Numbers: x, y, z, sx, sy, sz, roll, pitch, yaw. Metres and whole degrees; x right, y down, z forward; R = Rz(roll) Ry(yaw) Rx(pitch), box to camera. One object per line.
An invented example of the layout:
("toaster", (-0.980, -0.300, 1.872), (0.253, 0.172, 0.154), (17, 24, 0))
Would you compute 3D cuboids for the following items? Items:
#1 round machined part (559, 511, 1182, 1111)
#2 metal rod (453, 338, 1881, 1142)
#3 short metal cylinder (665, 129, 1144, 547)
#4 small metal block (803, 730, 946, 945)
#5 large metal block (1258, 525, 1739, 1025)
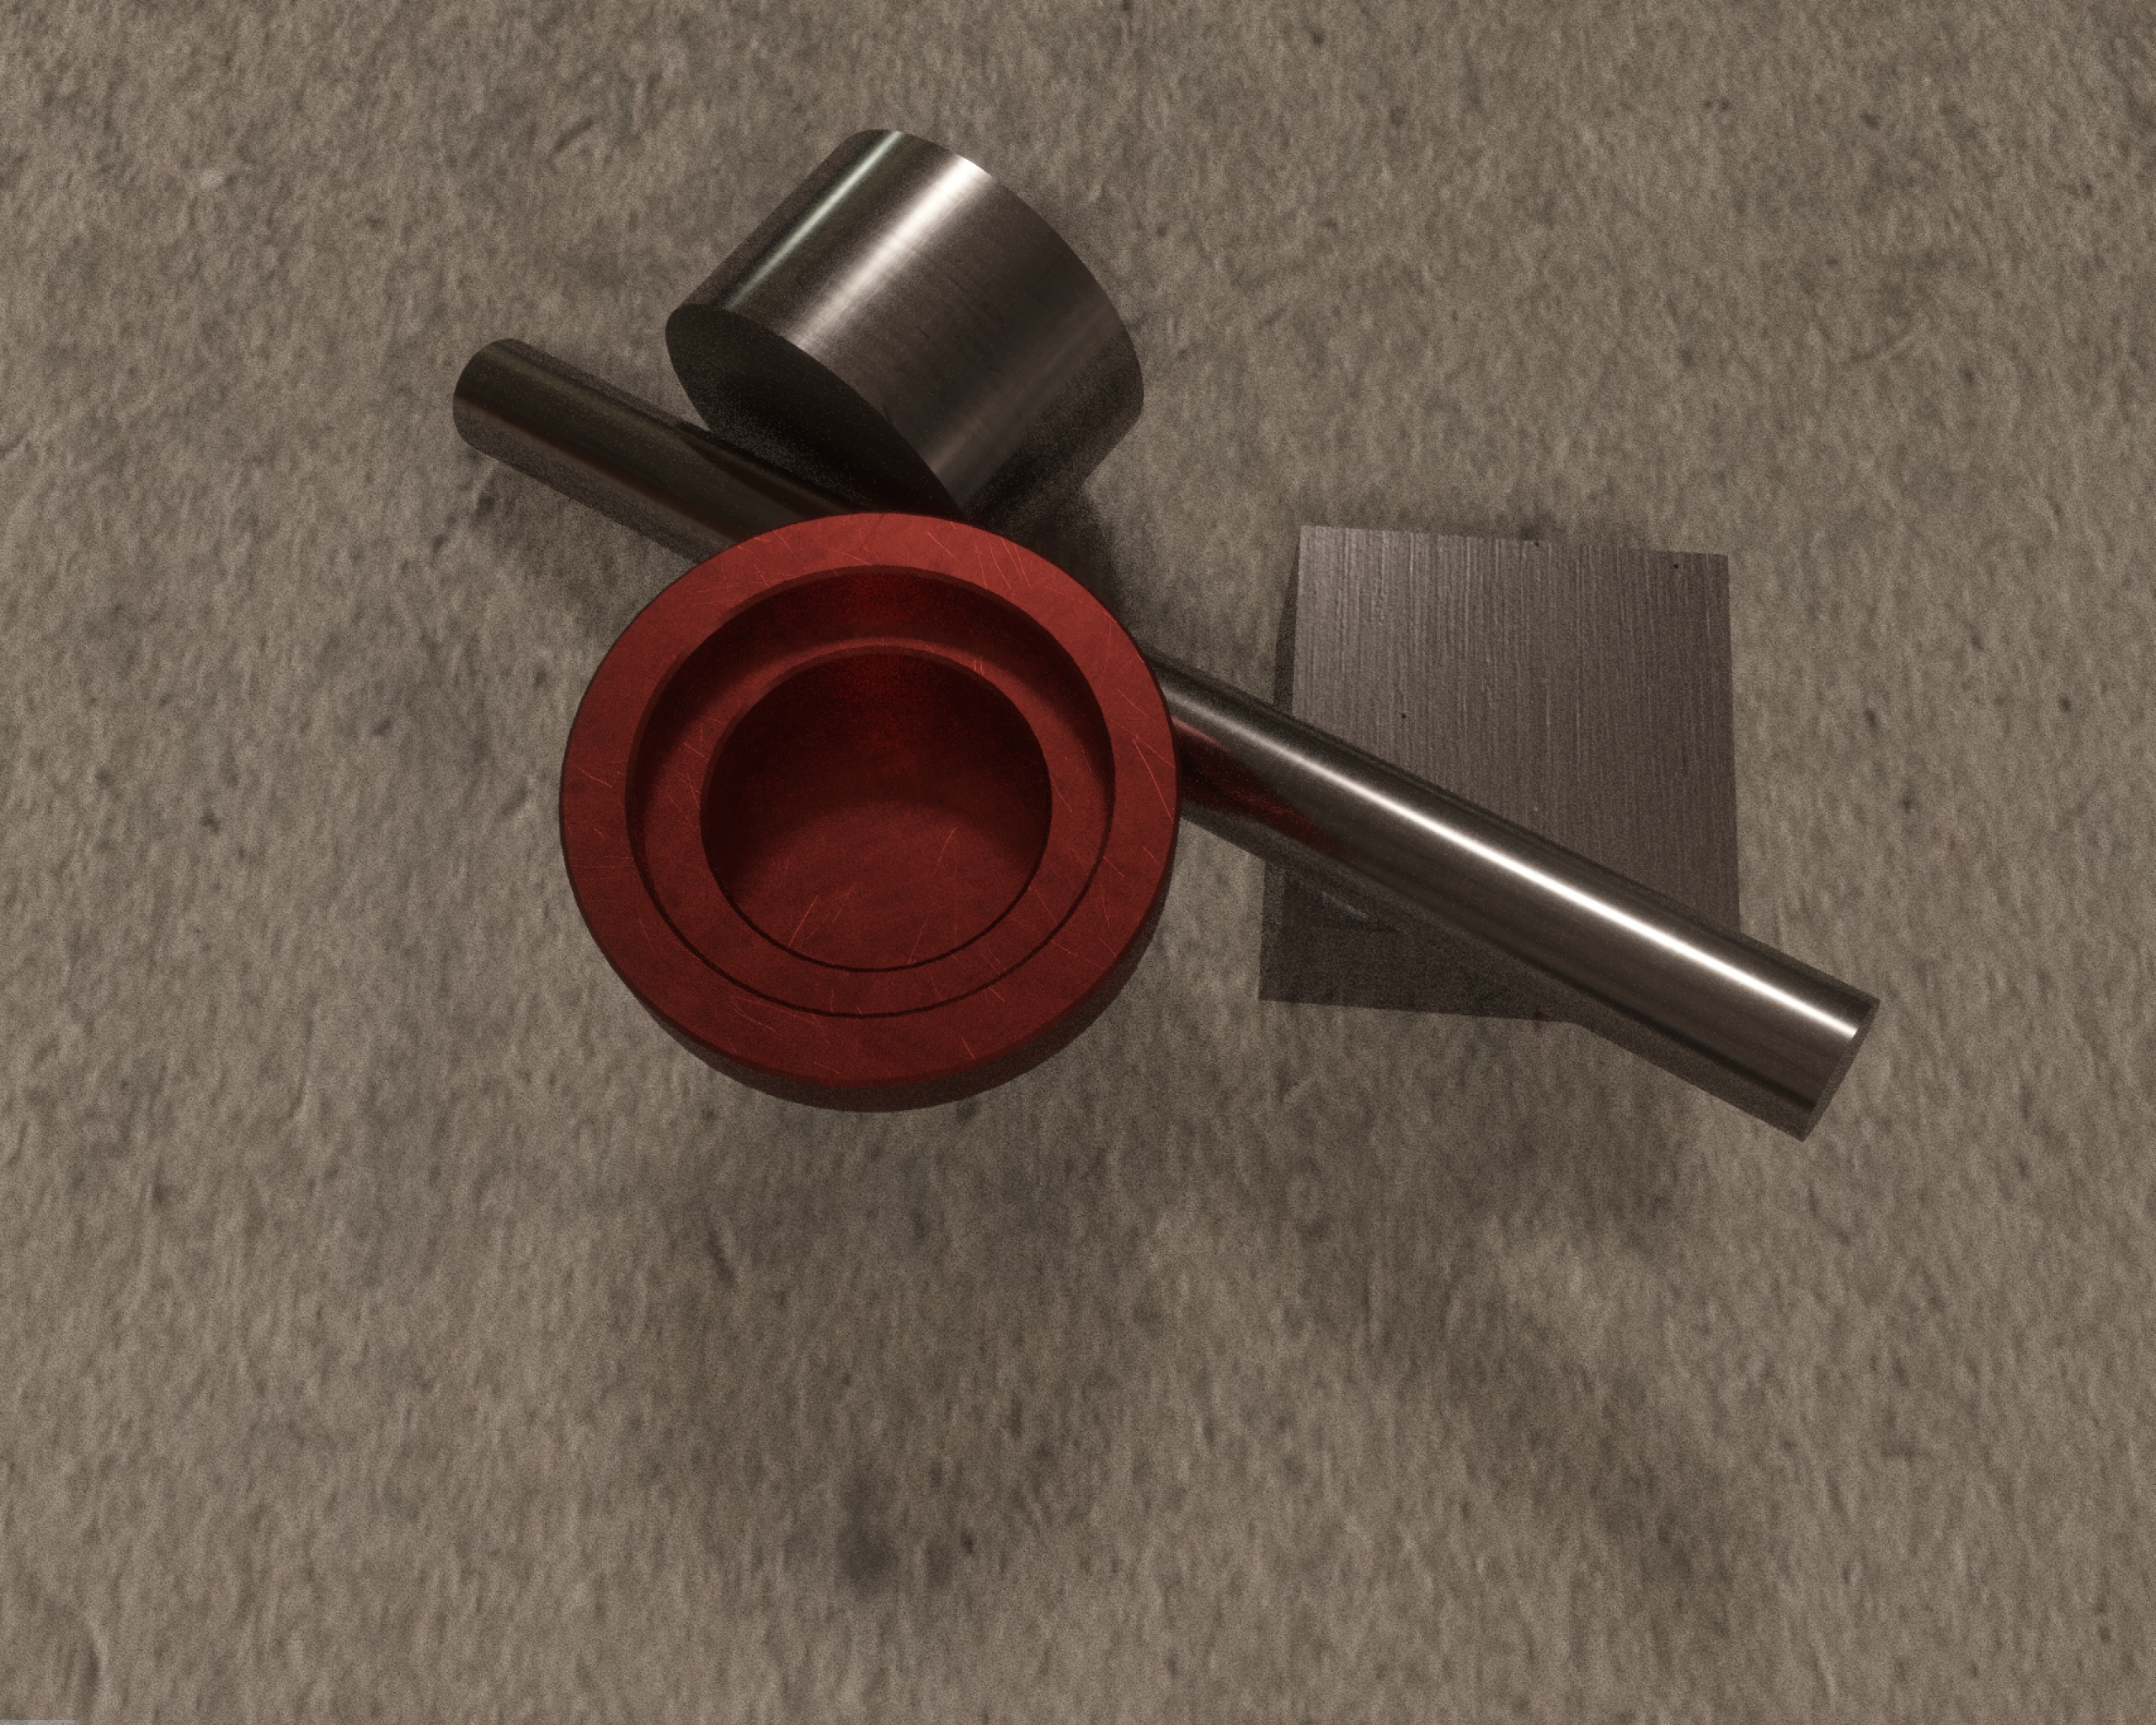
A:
("round machined part", (-0.033, -0.006, 0.350), (0.099, 0.042, 0.098), (0, 71, -1))
("metal rod", (-0.003, -0.034, 0.382), (0.300, 0.025, 0.025), (29, 72, 24))
("short metal cylinder", (-0.034, -0.097, 0.415), (0.080, 0.080, 0.050), (36, 74, 12))
("small metal block", (-0.037, -0.002, 0.397), (0.025, 0.050, 0.050), (-2, 70, -1))
("large metal block", (0.079, -0.015, 0.403), (0.081, 0.050, 0.080), (4, 70, 1))
